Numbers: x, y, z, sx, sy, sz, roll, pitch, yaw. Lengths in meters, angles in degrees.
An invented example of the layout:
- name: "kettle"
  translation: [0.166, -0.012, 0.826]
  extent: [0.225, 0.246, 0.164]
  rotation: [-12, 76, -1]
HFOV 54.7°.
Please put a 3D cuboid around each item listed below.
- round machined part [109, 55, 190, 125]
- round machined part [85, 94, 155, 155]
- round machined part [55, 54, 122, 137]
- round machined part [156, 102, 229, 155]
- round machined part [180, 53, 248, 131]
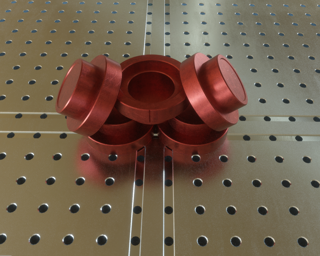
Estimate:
- name: "round machined part"
  translation: [-0.010, -0.043, 0.376]
  extent: [0.099, 0.042, 0.098]
  rotation: [0, 50, 0]
- name: "round machined part"
  translation: [-0.055, -0.016, 0.409]
  extent: [0.099, 0.042, 0.098]
  rotation: [0, 50, 0]
- name: "round machined part"
  translation: [-0.089, -0.042, 0.365]
  extent: [0.042, 0.098, 0.098]
  rotation: [23, 42, -32]
- name: "round machined part"
  translation: [0.043, -0.016, 0.410]
  extent: [0.099, 0.042, 0.098]
  rotation: [0, 50, 0]
- name: "round machined part"
  translation: [0.070, -0.049, 0.372]
  extent: [0.042, 0.098, 0.098]
  rotation: [-29, 42, 30]
